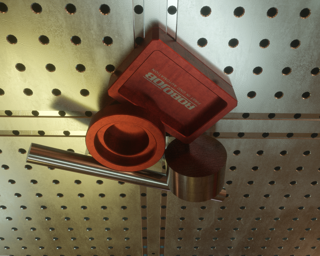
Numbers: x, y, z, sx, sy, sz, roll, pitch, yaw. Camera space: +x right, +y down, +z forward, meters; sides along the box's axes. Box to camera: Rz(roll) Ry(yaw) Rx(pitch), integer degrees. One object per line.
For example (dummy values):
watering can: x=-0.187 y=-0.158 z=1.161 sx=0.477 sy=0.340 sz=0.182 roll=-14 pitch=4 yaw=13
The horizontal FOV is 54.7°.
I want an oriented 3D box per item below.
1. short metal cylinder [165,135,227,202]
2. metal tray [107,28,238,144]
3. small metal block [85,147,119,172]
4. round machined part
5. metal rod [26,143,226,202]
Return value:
short metal cylinder: x=0.048 y=0.053 z=0.419 sx=0.080 sy=0.080 sz=0.050 roll=-3 pitch=130 yaw=2
metal tray: x=0.016 y=-0.044 z=0.370 sx=0.130 sy=0.030 sz=0.090 roll=33 pitch=122 yaw=-25
small metal block: x=-0.076 y=0.036 z=0.441 sx=0.050 sy=0.025 sz=0.050 roll=22 pitch=127 yaw=-18
round machined part: x=-0.042 y=0.008 z=0.396 sx=0.099 sy=0.042 sz=0.097 roll=1 pitch=130 yaw=1
metal rod: x=-0.030 y=0.069 z=0.444 sx=0.302 sy=0.025 sz=0.025 roll=17 pitch=129 yaw=-25
